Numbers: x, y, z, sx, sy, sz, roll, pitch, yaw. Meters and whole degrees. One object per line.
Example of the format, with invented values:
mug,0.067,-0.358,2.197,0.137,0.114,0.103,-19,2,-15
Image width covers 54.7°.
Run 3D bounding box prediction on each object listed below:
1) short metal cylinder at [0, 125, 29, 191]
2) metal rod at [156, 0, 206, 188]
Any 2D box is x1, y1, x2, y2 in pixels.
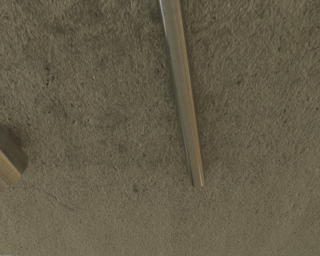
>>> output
short metal cylinder,-0.223,0.041,0.403,0.080,0.080,0.050,-11,129,9
metal rod,0.032,-0.030,0.382,0.025,0.025,0.298,-8,130,6
